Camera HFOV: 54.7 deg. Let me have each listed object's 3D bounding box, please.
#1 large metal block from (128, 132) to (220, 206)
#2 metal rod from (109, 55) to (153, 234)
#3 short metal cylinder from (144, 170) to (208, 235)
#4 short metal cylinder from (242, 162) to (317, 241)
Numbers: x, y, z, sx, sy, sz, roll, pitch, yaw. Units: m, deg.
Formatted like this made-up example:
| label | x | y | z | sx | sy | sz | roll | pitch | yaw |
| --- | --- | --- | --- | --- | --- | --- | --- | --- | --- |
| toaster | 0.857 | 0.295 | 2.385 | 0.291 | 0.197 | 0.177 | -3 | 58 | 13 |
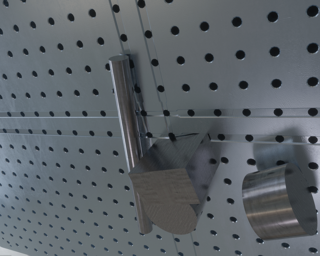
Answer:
| label | x | y | z | sx | sy | sz | roll | pitch | yaw |
| --- | --- | --- | --- | --- | --- | --- | --- | --- | --- |
| large metal block | 0.020 | 0.052 | 0.397 | 0.080 | 0.080 | 0.050 | -11 | 113 | 33 |
| metal rod | -0.038 | 0.042 | 0.457 | 0.025 | 0.025 | 0.298 | 8 | 122 | 24 |
| short metal cylinder | 0.024 | 0.106 | 0.448 | 0.080 | 0.050 | 0.079 | 13 | 124 | 21 |
| short metal cylinder | 0.138 | 0.085 | 0.356 | 0.050 | 0.080 | 0.080 | -24 | 105 | 36 |
